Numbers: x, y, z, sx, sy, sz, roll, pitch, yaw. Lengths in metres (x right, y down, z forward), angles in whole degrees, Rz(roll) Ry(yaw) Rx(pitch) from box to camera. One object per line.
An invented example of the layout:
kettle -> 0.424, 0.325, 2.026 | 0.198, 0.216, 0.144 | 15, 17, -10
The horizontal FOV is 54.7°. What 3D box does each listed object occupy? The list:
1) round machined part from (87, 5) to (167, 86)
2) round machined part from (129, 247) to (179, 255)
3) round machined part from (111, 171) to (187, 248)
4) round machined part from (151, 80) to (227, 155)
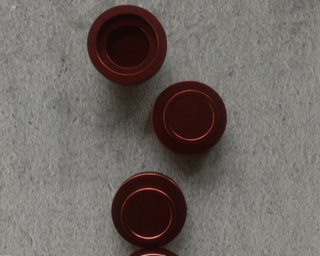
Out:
round machined part -> -0.040, -0.103, 0.401 | 0.099, 0.042, 0.097 | 0, 90, -1
round machined part -> -0.009, 0.201, 0.400 | 0.099, 0.042, 0.097 | 0, 93, -1
round machined part -> -0.014, 0.108, 0.401 | 0.099, 0.042, 0.097 | 0, 90, -1
round machined part -> 0.038, -0.013, 0.402 | 0.099, 0.042, 0.097 | 0, 90, -1
